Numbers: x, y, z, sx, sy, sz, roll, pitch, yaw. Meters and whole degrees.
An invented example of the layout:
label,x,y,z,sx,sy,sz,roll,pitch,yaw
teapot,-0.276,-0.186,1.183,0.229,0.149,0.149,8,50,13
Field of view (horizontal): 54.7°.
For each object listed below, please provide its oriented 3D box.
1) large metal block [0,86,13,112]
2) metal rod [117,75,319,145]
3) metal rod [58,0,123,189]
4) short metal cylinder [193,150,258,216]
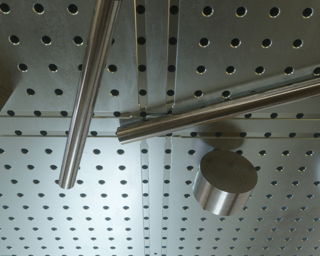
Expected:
label,x,y,z,sx,sy,sz,roll,pitch,yaw
large metal block,-0.241,-0.026,0.371,0.080,0.050,0.080,34,122,-25
metal rod,0.090,-0.025,0.390,0.301,0.025,0.025,-14,129,11
metal rod,-0.097,-0.022,0.391,0.025,0.025,0.298,15,129,-12
short metal cylinder,0.091,0.077,0.442,0.081,0.080,0.050,6,130,-5
